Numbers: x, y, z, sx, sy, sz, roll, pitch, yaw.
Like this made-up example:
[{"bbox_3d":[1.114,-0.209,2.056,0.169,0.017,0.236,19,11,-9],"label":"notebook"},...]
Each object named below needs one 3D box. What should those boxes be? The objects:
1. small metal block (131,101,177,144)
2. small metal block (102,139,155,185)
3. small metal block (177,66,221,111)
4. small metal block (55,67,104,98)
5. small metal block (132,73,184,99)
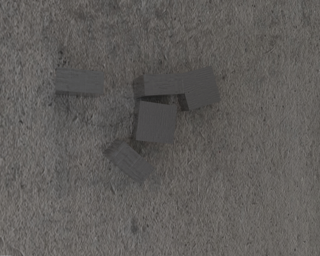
[{"bbox_3d":[-0.008,-0.007,0.406,0.050,0.025,0.050,7,88,-20],"label":"small metal block"},{"bbox_3d":[-0.040,0.041,0.381,0.050,0.050,0.025,43,77,-15],"label":"small metal block"},{"bbox_3d":[0.050,-0.054,0.427,0.050,0.025,0.050,-18,96,-19],"label":"small metal block"},{"bbox_3d":[-0.095,-0.052,0.361,0.050,0.050,0.025,2,90,-20],"label":"small metal block"},{"bbox_3d":[-0.003,-0.053,0.394,0.050,0.050,0.025,-5,92,-20],"label":"small metal block"}]
